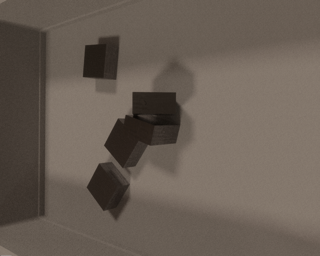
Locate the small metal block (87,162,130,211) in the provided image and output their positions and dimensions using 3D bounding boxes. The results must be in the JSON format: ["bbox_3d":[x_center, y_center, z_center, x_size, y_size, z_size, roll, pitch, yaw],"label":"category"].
[{"bbox_3d":[-0.079,0.088,0.470,0.050,0.025,0.050,44,116,30],"label":"small metal block"}]

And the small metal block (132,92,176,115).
[{"bbox_3d":[-0.008,-0.029,0.382,0.050,0.050,0.025,0,90,-4],"label":"small metal block"}]

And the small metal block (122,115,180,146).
[{"bbox_3d":[-0.011,0.002,0.398,0.050,0.050,0.025,20,104,38],"label":"small metal block"}]

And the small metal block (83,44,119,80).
[{"bbox_3d":[-0.092,-0.102,0.480,0.050,0.025,0.050,9,96,39],"label":"small metal block"}]

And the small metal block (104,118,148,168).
[{"bbox_3d":[-0.047,0.021,0.444,0.050,0.025,0.050,45,116,30],"label":"small metal block"}]
